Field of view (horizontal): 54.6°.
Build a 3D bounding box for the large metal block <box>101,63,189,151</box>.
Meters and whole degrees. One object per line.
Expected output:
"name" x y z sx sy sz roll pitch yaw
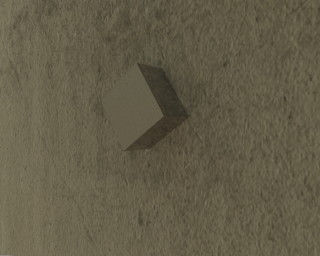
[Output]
"large metal block" -0.022 -0.026 0.408 0.080 0.050 0.080 -40 66 33
